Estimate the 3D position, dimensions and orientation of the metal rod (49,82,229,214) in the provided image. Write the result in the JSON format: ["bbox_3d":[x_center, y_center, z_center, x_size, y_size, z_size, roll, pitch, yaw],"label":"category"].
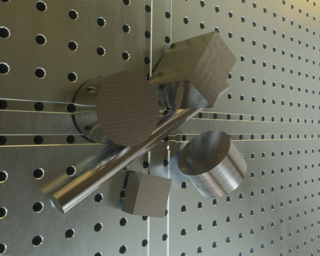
[{"bbox_3d":[-0.004,0.005,0.402,0.302,0.025,0.025,-35,112,-34],"label":"metal rod"}]

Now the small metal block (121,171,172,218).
[{"bbox_3d":[-0.016,0.084,0.391,0.050,0.025,0.050,19,78,-38],"label":"small metal block"}]

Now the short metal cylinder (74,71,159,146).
[{"bbox_3d":[-0.048,-0.021,0.348,0.081,0.050,0.079,0,90,-40],"label":"short metal cylinder"}]

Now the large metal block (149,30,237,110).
[{"bbox_3d":[0.039,-0.071,0.402,0.050,0.080,0.080,44,64,-32],"label":"large metal block"}]

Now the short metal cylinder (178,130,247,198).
[{"bbox_3d":[0.072,0.049,0.430,0.050,0.080,0.080,51,60,-28],"label":"short metal cylinder"}]
